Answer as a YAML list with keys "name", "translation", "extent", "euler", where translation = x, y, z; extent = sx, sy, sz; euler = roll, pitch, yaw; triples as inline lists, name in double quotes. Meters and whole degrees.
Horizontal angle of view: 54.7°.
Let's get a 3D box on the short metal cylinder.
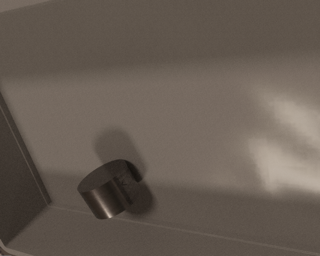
- name: "short metal cylinder"
  translation: [-0.076, 0.091, 0.467]
  extent: [0.080, 0.080, 0.050]
  euler: [-16, 110, 34]
